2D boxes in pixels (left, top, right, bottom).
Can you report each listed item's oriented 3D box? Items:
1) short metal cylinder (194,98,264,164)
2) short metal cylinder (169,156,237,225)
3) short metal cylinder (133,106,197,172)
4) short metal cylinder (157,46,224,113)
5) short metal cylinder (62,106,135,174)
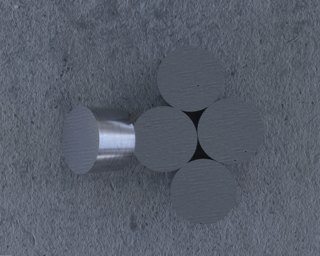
[{"bbox_3d":[0.085,0.004,0.399,0.081,0.050,0.080,0,90,0],"label":"short metal cylinder"},{"bbox_3d":[0.053,0.077,0.399,0.081,0.050,0.080,0,90,0],"label":"short metal cylinder"},{"bbox_3d":[0.005,0.013,0.398,0.081,0.050,0.080,0,90,0],"label":"short metal cylinder"},{"bbox_3d":[0.037,-0.060,0.399,0.081,0.050,0.080,0,90,0],"label":"short metal cylinder"},{"bbox_3d":[-0.076,0.014,0.377,0.080,0.050,0.080,-2,88,44],"label":"short metal cylinder"}]
